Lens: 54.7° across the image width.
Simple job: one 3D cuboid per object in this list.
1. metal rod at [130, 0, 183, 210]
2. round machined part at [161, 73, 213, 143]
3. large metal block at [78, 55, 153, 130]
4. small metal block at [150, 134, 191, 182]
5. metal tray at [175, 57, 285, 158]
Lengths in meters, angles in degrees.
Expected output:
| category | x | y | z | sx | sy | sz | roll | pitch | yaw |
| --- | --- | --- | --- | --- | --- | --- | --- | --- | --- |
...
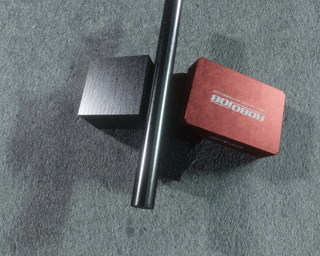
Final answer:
| category | x | y | z | sx | sy | sz | roll | pitch | yaw |
| --- | --- | --- | --- | --- | --- | --- | --- | --- | --- |
| metal rod | 0.001 | -0.053 | 0.384 | 0.025 | 0.025 | 0.299 | 7 | 68 | 2 |
| round machined part | 0.032 | -0.031 | 0.412 | 0.099 | 0.042 | 0.098 | 0 | 70 | 0 |
| large metal block | -0.049 | -0.044 | 0.400 | 0.080 | 0.050 | 0.080 | 0 | 69 | 19 |
| small metal block | 0.007 | 0.034 | 0.387 | 0.050 | 0.025 | 0.050 | 15 | 96 | 6 |
| metal tray | 0.092 | -0.023 | 0.392 | 0.131 | 0.030 | 0.090 | 19 | 71 | -15 |
